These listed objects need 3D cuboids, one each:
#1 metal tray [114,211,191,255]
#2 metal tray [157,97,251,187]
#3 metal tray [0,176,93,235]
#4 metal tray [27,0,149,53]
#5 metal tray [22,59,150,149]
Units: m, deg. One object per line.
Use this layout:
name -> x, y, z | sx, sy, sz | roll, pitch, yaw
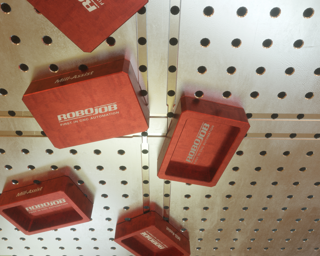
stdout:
metal tray -> -0.012, 0.215, 0.590 | 0.090, 0.030, 0.130 | -27, 125, 21
metal tray -> 0.055, 0.025, 0.429 | 0.091, 0.030, 0.129 | 11, 129, -10
metal tray -> -0.191, 0.133, 0.519 | 0.130, 0.030, 0.090 | -16, 129, 13
metal tray -> -0.084, -0.145, 0.285 | 0.090, 0.030, 0.130 | -33, 123, 25
metal tray -> -0.087, -0.026, 0.385 | 0.130, 0.030, 0.090 | -12, 129, 9
